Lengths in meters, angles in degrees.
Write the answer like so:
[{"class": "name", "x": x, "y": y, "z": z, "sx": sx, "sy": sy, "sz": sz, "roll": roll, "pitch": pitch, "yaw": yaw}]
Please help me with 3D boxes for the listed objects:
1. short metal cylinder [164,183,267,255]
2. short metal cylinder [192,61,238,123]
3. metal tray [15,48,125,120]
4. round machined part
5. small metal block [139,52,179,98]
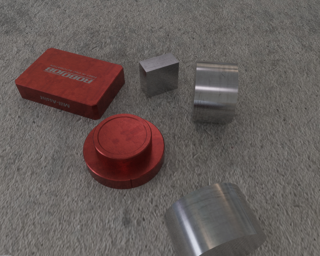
[{"class": "short metal cylinder", "x": 0.049, "y": 0.095, "z": 0.289, "sx": 0.081, "sy": 0.080, "sz": 0.050, "roll": -14, "pitch": 52, "yaw": -12}, {"class": "short metal cylinder", "x": 0.070, "y": -0.047, "z": 0.408, "sx": 0.050, "sy": 0.080, "sz": 0.080, "roll": 4, "pitch": 50, "yaw": 4}, {"class": "metal tray", "x": -0.129, "y": -0.068, "z": 0.457, "sx": 0.130, "sy": 0.030, "sz": 0.090, "roll": 17, "pitch": 52, "yaw": 13}, {"class": "round machined part", "x": -0.044, "y": 0.021, "z": 0.374, "sx": 0.099, "sy": 0.042, "sz": 0.098, "roll": 0, "pitch": 50, "yaw": 0}, {"class": "small metal block", "x": -0.001, "y": -0.076, "z": 0.451, "sx": 0.050, "sy": 0.050, "sz": 0.025, "roll": -20, "pitch": 53, "yaw": -16}]
